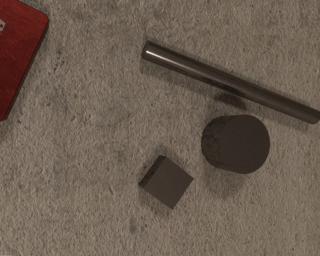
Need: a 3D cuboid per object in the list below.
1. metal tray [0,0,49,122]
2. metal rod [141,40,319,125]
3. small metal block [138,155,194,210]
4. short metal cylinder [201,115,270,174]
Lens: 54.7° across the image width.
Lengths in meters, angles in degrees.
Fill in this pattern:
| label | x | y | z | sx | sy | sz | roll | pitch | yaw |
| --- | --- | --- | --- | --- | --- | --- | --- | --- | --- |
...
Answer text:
| label | x | y | z | sx | sy | sz | roll | pitch | yaw |
| --- | --- | --- | --- | --- | --- | --- | --- | --- | --- |
| metal tray | -0.189 | -0.082 | 0.336 | 0.091 | 0.030 | 0.130 | 23 | 82 | -19 |
| metal rod | 0.116 | -0.060 | 0.453 | 0.302 | 0.025 | 0.025 | 17 | 84 | -20 |
| small metal block | 0.008 | 0.072 | 0.413 | 0.050 | 0.025 | 0.050 | 40 | 77 | -16 |
| short metal cylinder | 0.106 | 0.022 | 0.436 | 0.081 | 0.050 | 0.079 | 0 | 90 | -21 |
